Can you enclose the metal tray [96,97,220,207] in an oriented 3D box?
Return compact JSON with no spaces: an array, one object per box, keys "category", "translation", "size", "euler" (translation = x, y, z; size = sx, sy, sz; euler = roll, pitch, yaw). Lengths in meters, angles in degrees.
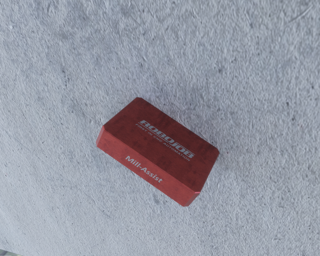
[{"category":"metal tray","translation":[0.001,0.024,0.380],"size":[0.130,0.090,0.030],"euler":[34,129,5]}]
